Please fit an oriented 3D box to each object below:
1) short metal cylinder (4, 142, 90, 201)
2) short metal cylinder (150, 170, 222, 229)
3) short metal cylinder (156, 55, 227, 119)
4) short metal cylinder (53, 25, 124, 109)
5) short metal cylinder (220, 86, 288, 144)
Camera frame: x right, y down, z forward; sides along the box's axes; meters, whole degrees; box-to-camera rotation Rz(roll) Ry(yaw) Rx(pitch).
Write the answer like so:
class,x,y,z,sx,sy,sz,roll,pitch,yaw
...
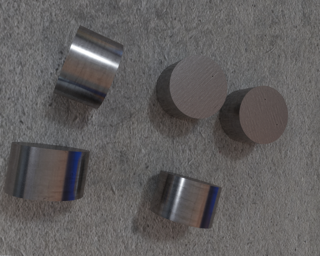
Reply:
class,x,y,z,sx,sy,sz,roll,pitch,yaw
short metal cylinder,-0.120,0.045,0.335,0.081,0.080,0.050,9,87,-20
short metal cylinder,0.033,0.089,0.392,0.081,0.080,0.050,17,84,-19
short metal cylinder,0.041,-0.052,0.411,0.081,0.050,0.080,0,90,-20
short metal cylinder,-0.081,-0.067,0.350,0.050,0.080,0.080,21,83,-19
short metal cylinder,0.134,-0.018,0.445,0.081,0.050,0.080,0,90,-20
